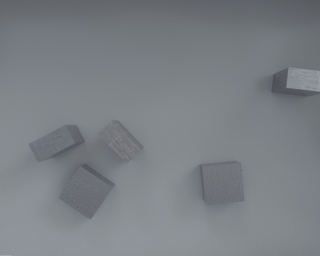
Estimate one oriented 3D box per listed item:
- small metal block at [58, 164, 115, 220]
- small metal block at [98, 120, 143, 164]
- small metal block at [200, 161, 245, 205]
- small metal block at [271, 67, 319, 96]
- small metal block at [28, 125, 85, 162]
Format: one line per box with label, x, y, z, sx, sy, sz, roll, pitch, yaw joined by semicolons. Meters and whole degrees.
small metal block;-0.096;0.083;0.411;0.050;0.025;0.050;34;90;0
small metal block;-0.048;0.017;0.398;0.025;0.050;0.050;-43;90;0
small metal block;0.082;0.072;0.412;0.050;0.025;0.050;-5;90;0
small metal block;0.179;-0.058;0.400;0.050;0.050;0.025;7;90;0
small metal block;-0.130;0.019;0.398;0.050;0.050;0.025;-27;90;0
